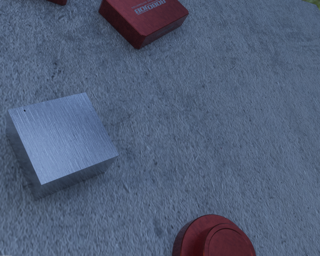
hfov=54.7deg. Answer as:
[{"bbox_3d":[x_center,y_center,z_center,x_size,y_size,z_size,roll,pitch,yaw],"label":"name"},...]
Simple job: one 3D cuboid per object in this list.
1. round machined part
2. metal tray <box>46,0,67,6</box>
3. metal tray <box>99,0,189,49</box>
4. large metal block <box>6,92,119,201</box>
[{"bbox_3d":[0.067,0.144,0.343,0.099,0.042,0.098,14,56,-21],"label":"round machined part"},{"bbox_3d":[-0.192,-0.236,0.441,0.131,0.030,0.090,13,56,-22],"label":"metal tray"},{"bbox_3d":[-0.023,-0.190,0.506,0.090,0.030,0.131,46,51,3],"label":"metal tray"},{"bbox_3d":[-0.103,0.017,0.323,0.081,0.050,0.080,-20,72,-36],"label":"large metal block"}]
